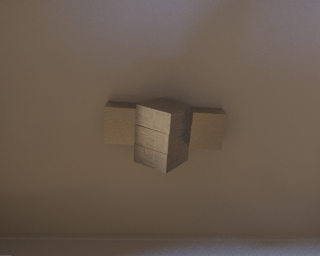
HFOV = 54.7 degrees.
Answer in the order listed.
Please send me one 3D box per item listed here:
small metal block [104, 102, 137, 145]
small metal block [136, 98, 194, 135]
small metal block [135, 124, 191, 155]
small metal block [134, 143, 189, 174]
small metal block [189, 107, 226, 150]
[{"bbox_3d":[-0.046,-0.006,0.407,0.050,0.025,0.050,4,110,-2],"label":"small metal block"},{"bbox_3d":[0.006,-0.016,0.379,0.050,0.050,0.025,17,113,32],"label":"small metal block"},{"bbox_3d":[0.004,0.007,0.388,0.050,0.050,0.025,16,113,33],"label":"small metal block"},{"bbox_3d":[0.002,0.031,0.397,0.050,0.050,0.025,16,113,33],"label":"small metal block"},{"bbox_3d":[0.057,0.000,0.411,0.050,0.025,0.050,3,110,-2],"label":"small metal block"}]
